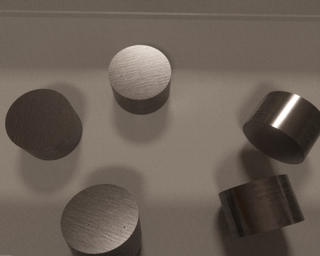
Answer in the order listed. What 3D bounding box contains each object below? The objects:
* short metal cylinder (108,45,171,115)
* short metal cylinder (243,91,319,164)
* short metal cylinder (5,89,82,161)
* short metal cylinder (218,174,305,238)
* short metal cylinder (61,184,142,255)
[{"bbox_3d":[-0.026,-0.064,0.419,0.081,0.050,0.080,0,70,0],"label":"short metal cylinder"},{"bbox_3d":[0.151,0.000,0.382,0.080,0.080,0.050,36,74,12],"label":"short metal cylinder"},{"bbox_3d":[-0.145,-0.003,0.396,0.081,0.050,0.080,0,70,0],"label":"short metal cylinder"},{"bbox_3d":[0.112,0.089,0.350,0.081,0.080,0.050,-13,71,-5],"label":"short metal cylinder"},{"bbox_3d":[-0.062,0.109,0.340,0.081,0.050,0.080,-1,45,1],"label":"short metal cylinder"}]
